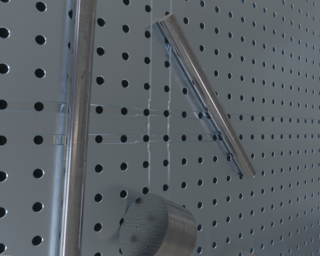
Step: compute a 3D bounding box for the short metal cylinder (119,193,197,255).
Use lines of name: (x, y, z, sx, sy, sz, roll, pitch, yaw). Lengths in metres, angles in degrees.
short metal cylinder: (-0.003, 0.125, 0.372, 0.050, 0.080, 0.080, 34, 69, -35)

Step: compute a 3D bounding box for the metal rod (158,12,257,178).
metal rod: (0.082, -0.035, 0.478, 0.025, 0.025, 0.299, -48, 119, -29)

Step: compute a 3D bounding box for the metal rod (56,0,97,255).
metal rod: (-0.089, -0.005, 0.334, 0.025, 0.025, 0.298, 5, 87, -40)
